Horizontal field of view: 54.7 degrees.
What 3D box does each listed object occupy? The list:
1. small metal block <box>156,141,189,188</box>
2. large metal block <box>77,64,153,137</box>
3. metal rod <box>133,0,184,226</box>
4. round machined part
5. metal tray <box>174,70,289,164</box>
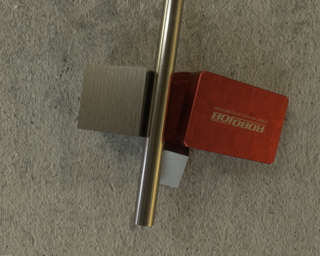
[{"bbox_3d":[0.007,0.045,0.401,0.050,0.025,0.050,16,116,0],"label":"small metal block"},{"bbox_3d":[-0.050,-0.033,0.387,0.080,0.050,0.080,7,90,18],"label":"large metal block"},{"bbox_3d":[0.001,-0.036,0.369,0.025,0.025,0.298,8,88,0],"label":"metal rod"},{"bbox_3d":[0.031,-0.025,0.403,0.099,0.042,0.097,0,90,0],"label":"round machined part"},{"bbox_3d":[0.091,-0.011,0.387,0.131,0.030,0.089,13,91,-21],"label":"metal tray"}]
